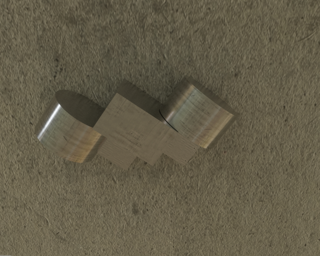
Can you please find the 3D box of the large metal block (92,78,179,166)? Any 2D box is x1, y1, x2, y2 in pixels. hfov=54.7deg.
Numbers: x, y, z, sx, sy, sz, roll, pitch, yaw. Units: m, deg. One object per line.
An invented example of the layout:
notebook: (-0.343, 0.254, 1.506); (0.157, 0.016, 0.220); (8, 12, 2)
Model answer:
large metal block: (-0.027, -0.011, 0.378); (0.080, 0.080, 0.050); (33, 107, -12)

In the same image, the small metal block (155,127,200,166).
small metal block: (0.026, 0.015, 0.417); (0.050, 0.025, 0.050); (34, 107, -12)

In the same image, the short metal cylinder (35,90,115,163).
short metal cylinder: (-0.103, -0.003, 0.380); (0.080, 0.080, 0.050); (33, 107, -12)

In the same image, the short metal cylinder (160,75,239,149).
short metal cylinder: (0.047, -0.020, 0.375); (0.080, 0.080, 0.050); (34, 107, -12)

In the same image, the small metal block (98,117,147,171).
small metal block: (-0.052, 0.021, 0.419); (0.050, 0.025, 0.050); (34, 107, -12)
